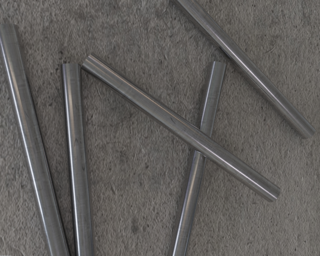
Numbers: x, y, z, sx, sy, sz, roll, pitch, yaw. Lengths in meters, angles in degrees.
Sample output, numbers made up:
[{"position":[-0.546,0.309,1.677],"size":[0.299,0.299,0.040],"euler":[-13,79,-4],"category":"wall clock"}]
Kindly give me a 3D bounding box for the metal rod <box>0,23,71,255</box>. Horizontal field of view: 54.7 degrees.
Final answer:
[{"position":[-0.142,0.033,0.356],"size":[0.025,0.025,0.298],"euler":[-13,95,-20],"category":"metal rod"}]

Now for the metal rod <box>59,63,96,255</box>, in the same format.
[{"position":[-0.096,0.074,0.373],"size":[0.025,0.025,0.298],"euler":[-5,92,-20],"category":"metal rod"}]

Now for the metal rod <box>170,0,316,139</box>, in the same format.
[{"position":[0.129,-0.087,0.456],"size":[0.300,0.025,0.025],"euler":[41,77,-16],"category":"metal rod"}]

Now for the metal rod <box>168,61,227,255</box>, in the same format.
[{"position":[0.050,0.055,0.427],"size":[0.025,0.025,0.299],"euler":[14,85,-20],"category":"metal rod"}]

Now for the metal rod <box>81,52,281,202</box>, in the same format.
[{"position":[0.033,0.004,0.398],"size":[0.301,0.025,0.025],"euler":[35,79,-8],"category":"metal rod"}]
